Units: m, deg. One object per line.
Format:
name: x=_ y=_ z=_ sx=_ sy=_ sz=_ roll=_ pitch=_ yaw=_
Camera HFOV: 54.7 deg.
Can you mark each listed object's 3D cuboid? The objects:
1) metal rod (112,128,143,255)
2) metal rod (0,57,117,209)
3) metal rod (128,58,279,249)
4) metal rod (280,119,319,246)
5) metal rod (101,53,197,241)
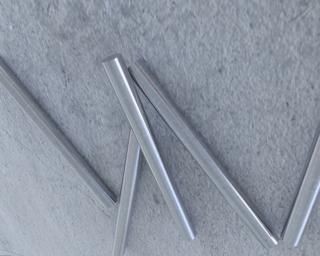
metal rod: x=-0.054 y=0.117 z=0.505 sx=0.025 sy=0.025 sz=0.298 roll=22 pitch=127 yaw=14
metal rod: x=-0.171 y=0.012 z=0.501 sx=0.025 sy=0.025 sz=0.299 roll=-29 pitch=103 yaw=37
metal rod: x=0.059 y=0.039 z=0.398 sx=0.025 sy=0.025 sz=0.300 roll=-31 pitch=101 yaw=38
metal rod: x=0.174 y=0.018 z=0.326 sx=0.025 sy=0.025 sz=0.298 roll=14 pitch=124 yaw=20
metal rod: x=-0.005 y=0.044 z=0.418 sx=0.025 sy=0.025 sz=0.299 roll=-5 pitch=121 yaw=30
